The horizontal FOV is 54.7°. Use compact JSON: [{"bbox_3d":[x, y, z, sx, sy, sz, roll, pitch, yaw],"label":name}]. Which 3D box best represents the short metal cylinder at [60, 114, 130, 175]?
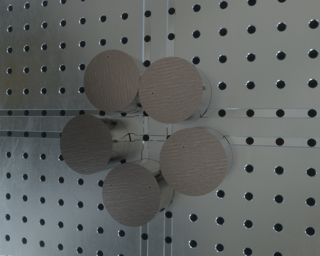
[{"bbox_3d":[-0.089,0.021,0.431,0.080,0.050,0.079,0,90,20],"label":"short metal cylinder"}]

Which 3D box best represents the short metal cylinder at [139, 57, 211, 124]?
[{"bbox_3d":[0.020,-0.045,0.391,0.080,0.050,0.079,0,90,20],"label":"short metal cylinder"}]

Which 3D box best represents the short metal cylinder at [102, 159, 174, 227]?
[{"bbox_3d":[-0.028,0.083,0.408,0.080,0.050,0.080,0,90,20],"label":"short metal cylinder"}]

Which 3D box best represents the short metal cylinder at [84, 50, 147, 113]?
[{"bbox_3d":[-0.054,-0.060,0.418,0.080,0.050,0.079,0,90,19],"label":"short metal cylinder"}]

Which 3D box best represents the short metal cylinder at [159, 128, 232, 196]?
[{"bbox_3d":[0.046,0.039,0.382,0.080,0.050,0.079,1,92,19],"label":"short metal cylinder"}]
